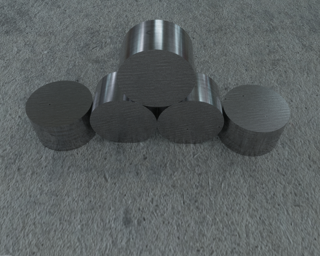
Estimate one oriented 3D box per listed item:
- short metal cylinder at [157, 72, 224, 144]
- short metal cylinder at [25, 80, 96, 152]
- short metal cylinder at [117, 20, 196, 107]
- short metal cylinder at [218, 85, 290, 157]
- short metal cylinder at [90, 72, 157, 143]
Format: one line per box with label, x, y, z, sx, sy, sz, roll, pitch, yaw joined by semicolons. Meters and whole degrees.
short metal cylinder;0.037;-0.023;0.389;0.080;0.080;0.050;0;49;0
short metal cylinder;-0.124;-0.016;0.401;0.081;0.050;0.080;0;50;0
short metal cylinder;-0.003;-0.068;0.336;0.080;0.080;0.050;1;51;0
short metal cylinder;0.117;-0.010;0.397;0.081;0.050;0.080;0;50;0
short metal cylinder;-0.044;-0.024;0.389;0.080;0.080;0.050;0;50;0
